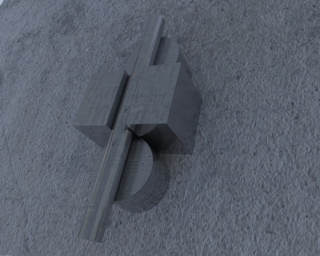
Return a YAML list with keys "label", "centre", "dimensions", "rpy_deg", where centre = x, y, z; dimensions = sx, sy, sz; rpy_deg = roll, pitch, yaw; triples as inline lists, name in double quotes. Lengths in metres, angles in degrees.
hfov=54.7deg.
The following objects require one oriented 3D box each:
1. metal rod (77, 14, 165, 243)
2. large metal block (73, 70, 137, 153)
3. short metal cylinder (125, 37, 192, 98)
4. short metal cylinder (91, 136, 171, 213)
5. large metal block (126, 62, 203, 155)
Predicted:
- label: "metal rod"
  centre: [-0.037, -0.020, 0.372]
  dimensions: [0.025, 0.025, 0.300]
  rpy_deg: [0, 61, 28]
- label: "large metal block"
  centre: [-0.058, -0.019, 0.412]
  dimensions: [0.050, 0.080, 0.080]
  rpy_deg: [-1, 61, 28]
- label: "short metal cylinder"
  centre: [-0.001, -0.082, 0.440]
  dimensions: [0.080, 0.050, 0.080]
  rpy_deg: [-13, 56, 20]
- label: "short metal cylinder"
  centre: [-0.034, 0.056, 0.373]
  dimensions: [0.080, 0.050, 0.080]
  rpy_deg: [-13, 56, 20]
- label: "large metal block"
  centre: [0.010, -0.021, 0.377]
  dimensions: [0.050, 0.080, 0.080]
  rpy_deg: [-1, 61, 28]
